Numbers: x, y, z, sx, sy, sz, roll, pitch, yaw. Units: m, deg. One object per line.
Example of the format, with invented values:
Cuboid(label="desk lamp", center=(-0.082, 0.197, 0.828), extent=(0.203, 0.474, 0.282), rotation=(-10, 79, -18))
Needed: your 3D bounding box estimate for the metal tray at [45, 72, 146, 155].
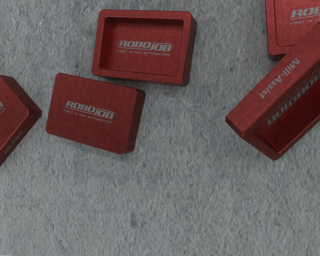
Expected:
Cuboid(label="metal tray", center=(-0.093, -0.022, 0.438), extent=(0.130, 0.030, 0.089), rotation=(14, 95, 19))

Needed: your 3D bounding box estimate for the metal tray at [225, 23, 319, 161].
Cuboid(label="metal tray", center=(0.141, -0.031, 0.323), extent=(0.130, 0.090, 0.030), rotation=(-48, 45, 14))

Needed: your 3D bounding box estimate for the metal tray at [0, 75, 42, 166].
Cuboid(label="metal tray", center=(-0.261, -0.009, 0.496), extent=(0.090, 0.030, 0.130), rotation=(46, 104, 13))

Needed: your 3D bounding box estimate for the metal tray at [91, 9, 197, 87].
Cuboid(label="metal tray", center=(-0.022, -0.107, 0.413), extent=(0.130, 0.030, 0.089), rotation=(9, 93, 19))

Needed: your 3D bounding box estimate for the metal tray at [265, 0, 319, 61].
Cuboid(label="metal tray", center=(0.186, -0.128, 0.341), extent=(0.130, 0.030, 0.089), rotation=(-3, 89, 19))
